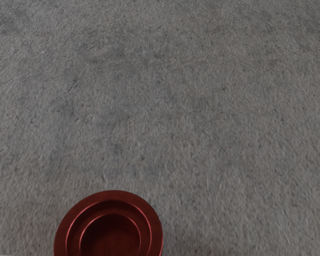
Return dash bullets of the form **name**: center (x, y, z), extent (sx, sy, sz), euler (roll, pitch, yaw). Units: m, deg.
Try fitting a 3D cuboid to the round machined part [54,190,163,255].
- **round machined part**: center (-0.046, 0.113, 0.297), extent (0.099, 0.042, 0.098), euler (0, 50, 0)
